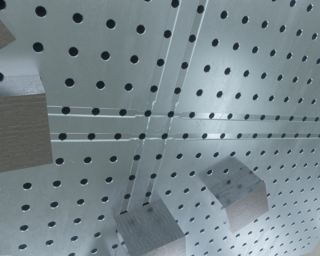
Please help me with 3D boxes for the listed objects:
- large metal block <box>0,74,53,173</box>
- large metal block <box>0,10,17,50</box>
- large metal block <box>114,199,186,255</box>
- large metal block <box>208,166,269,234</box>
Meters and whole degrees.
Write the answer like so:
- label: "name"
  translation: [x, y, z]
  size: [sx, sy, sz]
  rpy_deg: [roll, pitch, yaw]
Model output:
- label: "large metal block"
  translation: [-0.155, -0.004, 0.307]
  size: [0.081, 0.050, 0.079]
  rpy_deg: [-9, 122, -24]
- label: "large metal block"
  translation: [-0.177, -0.089, 0.244]
  size: [0.080, 0.050, 0.080]
  rpy_deg: [-34, 129, -6]
- label: "large metal block"
  translation: [-0.016, 0.165, 0.468]
  size: [0.081, 0.080, 0.050]
  rpy_deg: [-17, 125, -19]
- label: "large metal block"
  translation: [0.141, 0.128, 0.550]
  size: [0.080, 0.050, 0.080]
  rpy_deg: [-29, 128, -10]
